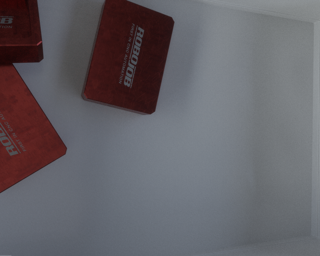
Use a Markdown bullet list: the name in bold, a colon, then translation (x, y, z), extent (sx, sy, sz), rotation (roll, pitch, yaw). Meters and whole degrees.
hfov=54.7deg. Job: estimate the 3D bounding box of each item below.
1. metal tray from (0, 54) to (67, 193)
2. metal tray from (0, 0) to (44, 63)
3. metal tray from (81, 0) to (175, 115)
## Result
- **metal tray**: translation (-0.177, -0.005, 0.343), extent (0.090, 0.030, 0.130), rotation (-33, 101, -17)
- **metal tray**: translation (-0.193, -0.111, 0.317), extent (0.131, 0.030, 0.090), rotation (-6, 67, -20)
- **metal tray**: translation (-0.040, -0.089, 0.394), extent (0.091, 0.030, 0.129), rotation (14, 85, -20)
